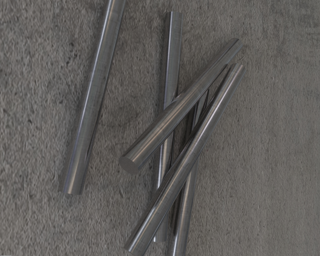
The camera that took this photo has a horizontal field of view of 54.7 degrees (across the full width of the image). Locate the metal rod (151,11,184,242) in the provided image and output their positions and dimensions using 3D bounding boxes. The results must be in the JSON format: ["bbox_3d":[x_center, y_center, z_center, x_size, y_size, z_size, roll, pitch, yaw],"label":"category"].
[{"bbox_3d":[0.008,-0.004,0.411,0.025,0.025,0.298,7,85,-40],"label":"metal rod"}]

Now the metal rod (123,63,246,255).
[{"bbox_3d":[0.044,0.026,0.407,0.025,0.025,0.300,48,62,-30],"label":"metal rod"}]

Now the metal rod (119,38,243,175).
[{"bbox_3d":[0.046,-0.049,0.414,0.301,0.025,0.025,-48,119,-39],"label":"metal rod"}]

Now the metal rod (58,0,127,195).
[{"bbox_3d":[-0.066,-0.077,0.349,0.025,0.025,0.299,19,78,-39],"label":"metal rod"}]

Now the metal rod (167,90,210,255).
[{"bbox_3d":[0.036,0.089,0.435,0.025,0.025,0.299,16,80,-39],"label":"metal rod"}]
